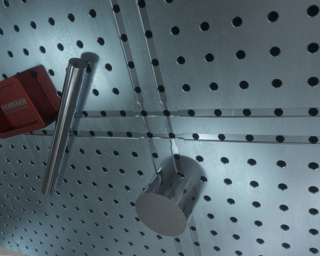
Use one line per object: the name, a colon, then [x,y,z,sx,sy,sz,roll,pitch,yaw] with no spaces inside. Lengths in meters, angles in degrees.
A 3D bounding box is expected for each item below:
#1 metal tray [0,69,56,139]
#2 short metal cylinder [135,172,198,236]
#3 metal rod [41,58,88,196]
metal tray: [-0.241,-0.035,0.513,0.130,0.030,0.090,-12,113,33]
short metal cylinder: [0.011,0.112,0.459,0.080,0.050,0.079,13,124,21]
metal rod: [-0.163,0.017,0.507,0.025,0.025,0.298,33,129,7]
